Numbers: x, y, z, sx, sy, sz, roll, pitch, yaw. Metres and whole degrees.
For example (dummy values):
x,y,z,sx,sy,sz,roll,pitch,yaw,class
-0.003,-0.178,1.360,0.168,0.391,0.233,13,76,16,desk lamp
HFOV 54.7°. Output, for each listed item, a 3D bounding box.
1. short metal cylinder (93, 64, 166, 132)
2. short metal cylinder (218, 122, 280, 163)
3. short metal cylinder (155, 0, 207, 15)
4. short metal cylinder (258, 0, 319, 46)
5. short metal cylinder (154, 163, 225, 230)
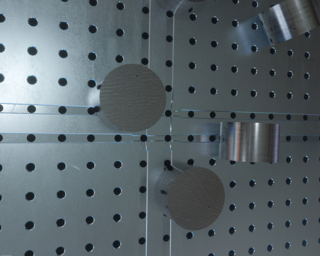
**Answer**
x,y,z,sx,sy,sz,roll,pitch,yaw,class
-0.039,-0.035,0.385,0.081,0.050,0.079,0,90,-20,short metal cylinder
0.123,0.019,0.429,0.081,0.080,0.050,3,89,-20,short metal cylinder
0.032,-0.198,0.411,0.081,0.050,0.079,0,90,-20,short metal cylinder
0.192,-0.161,0.454,0.081,0.080,0.050,-28,100,-18,short metal cylinder
0.038,0.089,0.414,0.081,0.050,0.079,0,90,-20,short metal cylinder
